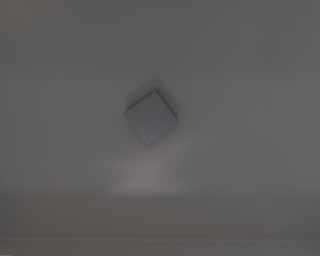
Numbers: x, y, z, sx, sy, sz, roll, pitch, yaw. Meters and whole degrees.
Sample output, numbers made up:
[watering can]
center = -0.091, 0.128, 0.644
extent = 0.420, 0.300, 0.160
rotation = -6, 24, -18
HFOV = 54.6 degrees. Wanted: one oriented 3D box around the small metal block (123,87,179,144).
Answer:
[small metal block]
center = -0.011, -0.016, 0.405
extent = 0.050, 0.025, 0.050
rotation = -34, 107, 11
